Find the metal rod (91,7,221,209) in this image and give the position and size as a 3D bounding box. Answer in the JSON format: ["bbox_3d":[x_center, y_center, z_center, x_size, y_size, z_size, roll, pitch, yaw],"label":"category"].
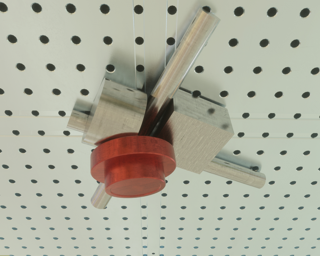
[{"bbox_3d":[-0.019,-0.004,0.383,0.025,0.025,0.298,22,119,-18],"label":"metal rod"}]

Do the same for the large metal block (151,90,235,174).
[{"bbox_3d":[0.034,0.005,0.396,0.080,0.050,0.079,20,127,-17],"label":"large metal block"}]

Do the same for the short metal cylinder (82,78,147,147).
[{"bbox_3d":[-0.054,-0.013,0.363,0.050,0.080,0.079,20,127,-16],"label":"short metal cylinder"}]

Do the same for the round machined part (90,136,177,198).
[{"bbox_3d":[-0.030,0.050,0.357,0.099,0.042,0.098,-6,151,-3],"label":"round machined part"}]

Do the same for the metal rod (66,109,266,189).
[{"bbox_3d":[0.020,0.035,0.441,0.302,0.025,0.025,19,127,-16],"label":"metal rod"}]
